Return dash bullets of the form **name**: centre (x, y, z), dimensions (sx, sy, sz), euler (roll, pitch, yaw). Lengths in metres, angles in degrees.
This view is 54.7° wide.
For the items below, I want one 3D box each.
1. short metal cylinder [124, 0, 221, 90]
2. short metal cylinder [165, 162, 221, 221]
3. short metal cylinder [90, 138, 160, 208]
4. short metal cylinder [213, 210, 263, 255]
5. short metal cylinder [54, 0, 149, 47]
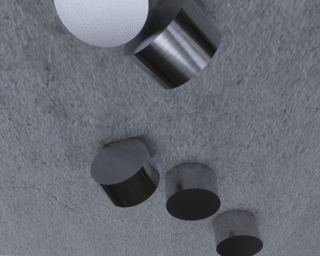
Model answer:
- **short metal cylinder**: centre (0.011, -0.084, 0.300), dimensions (0.080, 0.080, 0.050), euler (-35, 122, 26)
- **short metal cylinder**: centre (0.049, 0.098, 0.475), dimensions (0.081, 0.050, 0.079), euler (0, 130, 0)
- **short metal cylinder**: centre (-0.046, 0.060, 0.422), dimensions (0.080, 0.080, 0.050), euler (-14, 129, 11)
- **short metal cylinder**: centre (0.138, 0.191, 0.556), dimensions (0.081, 0.050, 0.079), euler (0, 130, 0)
- **short metal cylinder**: centre (-0.050, -0.123, 0.286), dimensions (0.081, 0.050, 0.079), euler (0, 130, 0)
